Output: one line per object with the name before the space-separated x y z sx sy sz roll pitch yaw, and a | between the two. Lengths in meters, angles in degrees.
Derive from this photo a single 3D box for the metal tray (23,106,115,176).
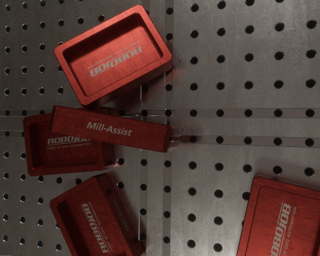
metal tray | -0.136 0.021 0.456 0.130 0.030 0.089 -7 88 19

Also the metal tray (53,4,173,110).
metal tray | -0.060 -0.092 0.407 0.131 0.030 0.090 -29 80 -2

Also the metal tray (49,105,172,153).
metal tray | -0.053 0.002 0.375 0.131 0.090 0.030 10 89 1

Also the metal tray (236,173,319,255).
metal tray | 0.142 0.126 0.359 0.090 0.030 0.129 12 94 19

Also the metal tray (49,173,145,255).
metal tray | -0.091 0.142 0.440 0.090 0.030 0.130 -31 80 17
